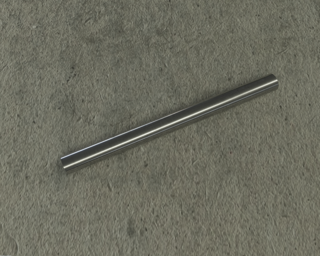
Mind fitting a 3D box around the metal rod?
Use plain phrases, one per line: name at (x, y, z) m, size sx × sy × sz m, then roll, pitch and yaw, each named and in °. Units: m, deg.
metal rod at (0.019, -0.009, 0.411) m, size 0.302 × 0.025 × 0.025 m, roll -22°, pitch 72°, yaw -8°
